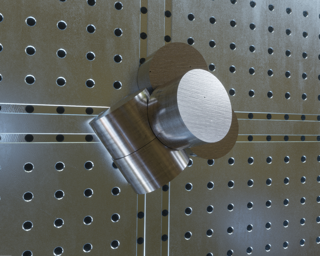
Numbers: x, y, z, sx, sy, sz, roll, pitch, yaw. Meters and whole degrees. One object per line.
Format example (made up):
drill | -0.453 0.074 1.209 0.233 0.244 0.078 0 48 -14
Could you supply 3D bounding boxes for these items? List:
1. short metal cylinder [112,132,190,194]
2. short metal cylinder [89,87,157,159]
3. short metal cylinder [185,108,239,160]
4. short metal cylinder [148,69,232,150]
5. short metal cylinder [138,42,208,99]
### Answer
short metal cylinder | -0.011 0.036 0.380 0.080 0.080 0.050 -35 102 -17
short metal cylinder | -0.037 -0.007 0.371 0.080 0.080 0.050 -36 102 -17
short metal cylinder | 0.058 0.001 0.421 0.081 0.050 0.079 0 90 -21
short metal cylinder | 0.034 -0.019 0.344 0.081 0.050 0.080 11 72 -36
short metal cylinder | 0.016 -0.066 0.405 0.081 0.050 0.079 0 90 -21
